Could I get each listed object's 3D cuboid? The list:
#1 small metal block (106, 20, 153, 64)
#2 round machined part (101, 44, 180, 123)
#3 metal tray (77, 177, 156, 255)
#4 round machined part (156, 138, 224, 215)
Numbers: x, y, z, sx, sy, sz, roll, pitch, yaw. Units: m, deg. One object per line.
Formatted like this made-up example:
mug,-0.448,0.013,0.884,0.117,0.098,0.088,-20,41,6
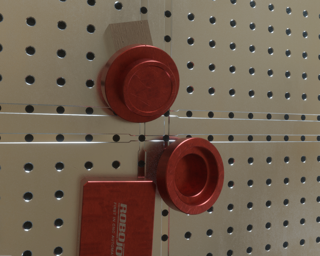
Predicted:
small metal block,-0.038,-0.108,0.399,0.050,0.025,0.050,-14,95,-20
round machined part,-0.019,-0.052,0.382,0.099,0.042,0.097,-9,113,-22
metal tray,-0.056,0.129,0.390,0.091,0.030,0.129,4,89,-20
round machined part,0.035,0.061,0.410,0.099,0.042,0.097,2,87,-35
